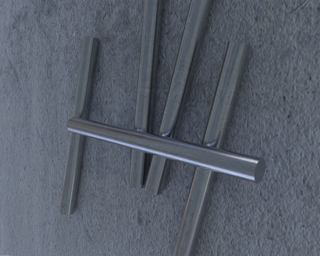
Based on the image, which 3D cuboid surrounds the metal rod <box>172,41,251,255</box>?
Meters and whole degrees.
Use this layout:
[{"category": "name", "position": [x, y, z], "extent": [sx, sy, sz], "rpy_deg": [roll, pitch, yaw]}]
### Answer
[{"category": "metal rod", "position": [0.052, 0.052, 0.361], "extent": [0.025, 0.025, 0.298], "rpy_deg": [22, 104, 38]}]

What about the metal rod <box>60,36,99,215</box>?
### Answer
[{"category": "metal rod", "position": [-0.136, 0.001, 0.517], "extent": [0.025, 0.025, 0.298], "rpy_deg": [17, 100, 39]}]

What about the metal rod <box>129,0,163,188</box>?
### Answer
[{"category": "metal rod", "position": [-0.017, -0.068, 0.419], "extent": [0.025, 0.025, 0.298], "rpy_deg": [9, 96, 39]}]

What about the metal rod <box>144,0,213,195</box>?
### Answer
[{"category": "metal rod", "position": [0.026, -0.059, 0.383], "extent": [0.025, 0.025, 0.298], "rpy_deg": [23, 104, 38]}]

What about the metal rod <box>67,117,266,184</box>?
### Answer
[{"category": "metal rod", "position": [-0.020, 0.018, 0.387], "extent": [0.300, 0.025, 0.025], "rpy_deg": [11, 97, 39]}]
